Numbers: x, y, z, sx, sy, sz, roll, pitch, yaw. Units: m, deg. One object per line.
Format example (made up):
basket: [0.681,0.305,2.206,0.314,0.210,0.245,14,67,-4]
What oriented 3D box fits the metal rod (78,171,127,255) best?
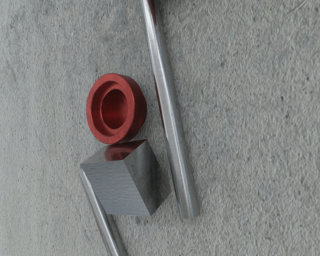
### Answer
metal rod: [-0.057,0.198,0.449,0.025,0.025,0.299,-40,66,32]

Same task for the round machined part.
round machined part: [-0.057,-0.026,0.438,0.098,0.042,0.097,-1,89,39]

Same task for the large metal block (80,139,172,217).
large metal block: [-0.044,0.065,0.403,0.080,0.050,0.080,-10,110,39]

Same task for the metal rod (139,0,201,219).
metal rod: [0.009,-0.038,0.395,0.025,0.025,0.298,-17,79,38]
